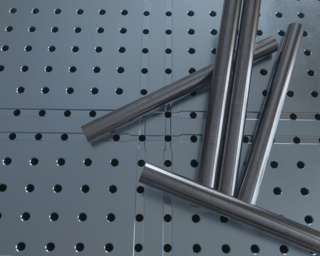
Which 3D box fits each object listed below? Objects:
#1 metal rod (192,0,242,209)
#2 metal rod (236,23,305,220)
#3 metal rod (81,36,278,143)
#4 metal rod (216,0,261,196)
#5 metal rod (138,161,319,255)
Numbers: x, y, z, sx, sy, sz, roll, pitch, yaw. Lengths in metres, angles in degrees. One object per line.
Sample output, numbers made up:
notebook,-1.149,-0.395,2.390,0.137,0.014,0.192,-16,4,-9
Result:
metal rod,0.078,-0.046,0.408,0.025,0.025,0.299,10,78,3
metal rod,0.151,-0.020,0.420,0.025,0.025,0.300,20,71,7
metal rod,0.034,-0.058,0.433,0.302,0.025,0.025,-27,73,-10
metal rod,0.108,-0.061,0.414,0.025,0.025,0.299,10,78,3
metal rod,0.120,0.106,0.350,0.301,0.025,0.025,22,71,-2
